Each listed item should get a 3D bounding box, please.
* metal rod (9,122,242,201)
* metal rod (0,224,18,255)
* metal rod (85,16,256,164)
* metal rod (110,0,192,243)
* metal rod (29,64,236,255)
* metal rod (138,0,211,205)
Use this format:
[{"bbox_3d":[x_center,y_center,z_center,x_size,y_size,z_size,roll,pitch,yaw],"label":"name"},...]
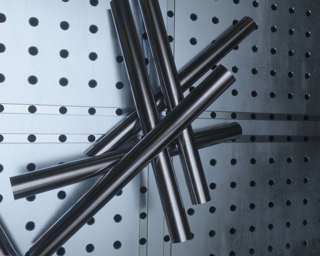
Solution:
[{"bbox_3d":[-0.020,0.033,0.386,0.302,0.025,0.025,-13,95,-27],"label":"metal rod"},{"bbox_3d":[-0.178,0.139,0.347,0.025,0.025,0.299,-27,99,-18],"label":"metal rod"},{"bbox_3d":[0.024,-0.057,0.421,0.301,0.025,0.025,-42,103,-15],"label":"metal rod"},{"bbox_3d":[-0.014,-0.016,0.373,0.025,0.025,0.299,-12,81,-20],"label":"metal rod"},{"bbox_3d":[-0.035,0.044,0.346,0.300,0.025,0.025,-44,105,6],"label":"metal rod"},{"bbox_3d":[0.013,-0.054,0.391,0.025,0.025,0.299,-13,85,-20],"label":"metal rod"}]
